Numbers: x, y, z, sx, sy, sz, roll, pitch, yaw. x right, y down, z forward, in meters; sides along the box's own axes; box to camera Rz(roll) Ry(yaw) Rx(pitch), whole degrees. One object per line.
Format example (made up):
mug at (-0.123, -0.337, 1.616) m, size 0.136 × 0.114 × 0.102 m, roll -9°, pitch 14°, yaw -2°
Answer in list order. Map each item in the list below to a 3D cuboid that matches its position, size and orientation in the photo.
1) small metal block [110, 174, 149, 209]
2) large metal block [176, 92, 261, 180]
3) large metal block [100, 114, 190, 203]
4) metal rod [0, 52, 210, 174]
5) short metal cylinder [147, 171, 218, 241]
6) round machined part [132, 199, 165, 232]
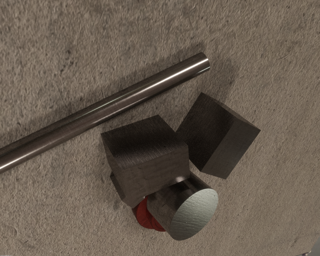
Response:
small metal block at (-0.034, 0.070, 0.417) m, size 0.050 × 0.050 × 0.025 m, roll -41°, pitch 130°, yaw 0°
large metal block at (0.072, 0.009, 0.419) m, size 0.050 × 0.080 × 0.080 m, roll 22°, pitch 107°, yaw -37°
large metal block at (-0.019, 0.034, 0.383) m, size 0.081 × 0.080 × 0.050 m, roll -19°, pitch 126°, yaw -18°
metal rod at (-0.075, -0.015, 0.357) m, size 0.302 × 0.025 × 0.025 m, roll -28°, pitch 128°, yaw -11°
short metal cylinder at (0.030, 0.100, 0.410) m, size 0.081 × 0.050 × 0.079 m, roll -21°, pitch 128°, yaw -29°
round machined part at (0.010, 0.120, 0.477) m, size 0.099 × 0.042 × 0.097 m, roll -14°, pitch 124°, yaw -21°
